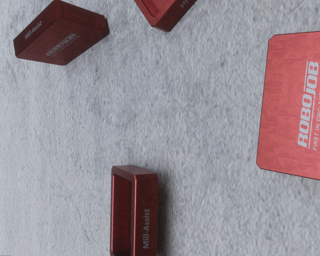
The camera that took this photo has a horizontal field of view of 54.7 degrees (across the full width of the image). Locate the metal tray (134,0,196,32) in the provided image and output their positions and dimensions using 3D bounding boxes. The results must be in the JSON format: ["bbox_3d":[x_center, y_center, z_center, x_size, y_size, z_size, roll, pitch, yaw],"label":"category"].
[{"bbox_3d":[0.020,-0.198,0.383,0.129,0.030,0.090,-43,64,31],"label":"metal tray"}]

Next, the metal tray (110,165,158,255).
[{"bbox_3d":[-0.037,0.119,0.407,0.090,0.030,0.129,3,91,63],"label":"metal tray"}]

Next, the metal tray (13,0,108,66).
[{"bbox_3d":[-0.158,-0.144,0.489,0.130,0.091,0.030,-20,77,38],"label":"metal tray"}]

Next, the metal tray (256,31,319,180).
[{"bbox_3d":[0.143,-0.020,0.283,0.090,0.030,0.129,8,95,39],"label":"metal tray"}]
